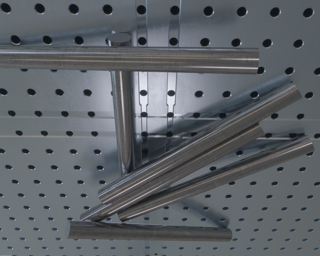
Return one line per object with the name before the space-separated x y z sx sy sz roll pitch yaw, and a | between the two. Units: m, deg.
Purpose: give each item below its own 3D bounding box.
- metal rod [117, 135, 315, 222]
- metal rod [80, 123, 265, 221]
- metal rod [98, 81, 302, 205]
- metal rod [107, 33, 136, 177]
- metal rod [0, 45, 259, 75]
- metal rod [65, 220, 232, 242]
metal rod | 0.074 0.079 0.461 0.300 0.025 0.025 -23 127 12
metal rod | 0.008 0.071 0.448 0.300 0.025 0.025 -31 124 15
metal rod | 0.041 0.027 0.415 0.300 0.025 0.025 -31 124 16
metal rod | -0.047 0.018 0.425 0.025 0.025 0.298 1 130 -1
metal rod | -0.056 -0.071 0.318 0.301 0.025 0.025 3 131 10
metal rod | -0.002 0.173 0.513 0.302 0.025 0.025 12 131 -28
